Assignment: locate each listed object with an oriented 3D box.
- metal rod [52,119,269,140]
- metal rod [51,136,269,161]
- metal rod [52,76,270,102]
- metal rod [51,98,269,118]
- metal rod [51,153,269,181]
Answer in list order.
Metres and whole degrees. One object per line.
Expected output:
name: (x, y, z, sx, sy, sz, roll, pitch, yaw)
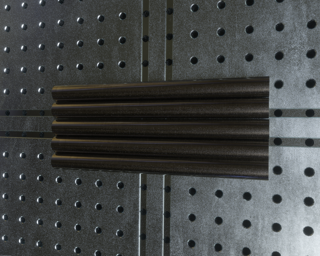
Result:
metal rod: (-0.013, 0.001, 0.416, 0.301, 0.025, 0.025, 1, 90, 19)
metal rod: (-0.013, 0.026, 0.416, 0.301, 0.025, 0.025, 1, 90, 19)
metal rod: (-0.012, -0.050, 0.416, 0.301, 0.025, 0.025, 1, 90, 19)
metal rod: (-0.013, -0.025, 0.416, 0.301, 0.025, 0.025, 1, 90, 19)
metal rod: (-0.013, 0.050, 0.416, 0.301, 0.025, 0.025, 0, 90, 19)
